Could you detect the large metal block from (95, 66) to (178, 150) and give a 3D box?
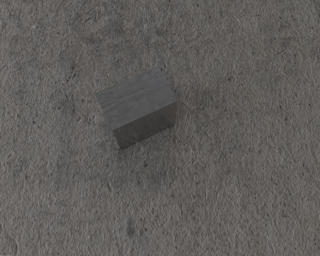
[{"bbox_3d":[-0.027,-0.022,0.387,0.080,0.080,0.050,-25,72,-9],"label":"large metal block"}]
